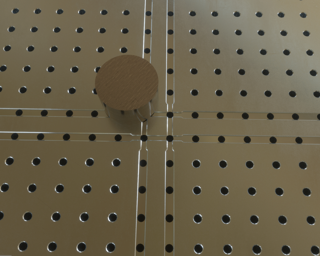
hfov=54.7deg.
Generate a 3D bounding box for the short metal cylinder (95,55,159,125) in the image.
[{"bbox_3d":[-0.042,-0.050,0.416,0.081,0.050,0.080,0,70,0],"label":"short metal cylinder"}]
